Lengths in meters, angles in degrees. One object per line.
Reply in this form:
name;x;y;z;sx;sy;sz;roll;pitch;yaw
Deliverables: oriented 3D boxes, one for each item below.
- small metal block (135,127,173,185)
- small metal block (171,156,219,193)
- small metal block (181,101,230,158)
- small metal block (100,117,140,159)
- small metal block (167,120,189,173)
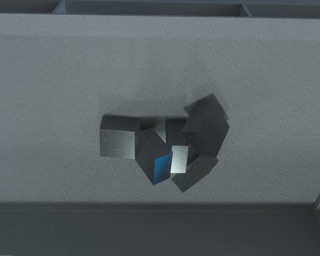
small metal block;-0.009;0.036;0.397;0.025;0.050;0.050;-21;138;-24
small metal block;0.050;0.059;0.439;0.025;0.050;0.050;50;120;6
small metal block;0.058;0.002;0.389;0.025;0.050;0.050;0;140;44
small metal block;-0.054;0.014;0.417;0.050;0.025;0.050;5;130;-5
small metal block;0.022;0.024;0.412;0.025;0.050;0.050;1;130;-1
